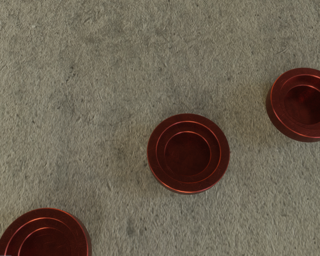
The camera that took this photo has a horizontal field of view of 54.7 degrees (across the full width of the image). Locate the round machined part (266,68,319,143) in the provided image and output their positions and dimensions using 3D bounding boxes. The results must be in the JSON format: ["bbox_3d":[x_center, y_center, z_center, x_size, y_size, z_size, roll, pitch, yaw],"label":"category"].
[{"bbox_3d":[0.189,-0.027,0.410,0.099,0.042,0.098,0,70,0],"label":"round machined part"}]

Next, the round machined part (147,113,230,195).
[{"bbox_3d":[0.034,0.034,0.387,0.099,0.042,0.098,0,70,0],"label":"round machined part"}]

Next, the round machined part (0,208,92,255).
[{"bbox_3d":[-0.125,0.141,0.346,0.099,0.042,0.098,0,70,0],"label":"round machined part"}]
